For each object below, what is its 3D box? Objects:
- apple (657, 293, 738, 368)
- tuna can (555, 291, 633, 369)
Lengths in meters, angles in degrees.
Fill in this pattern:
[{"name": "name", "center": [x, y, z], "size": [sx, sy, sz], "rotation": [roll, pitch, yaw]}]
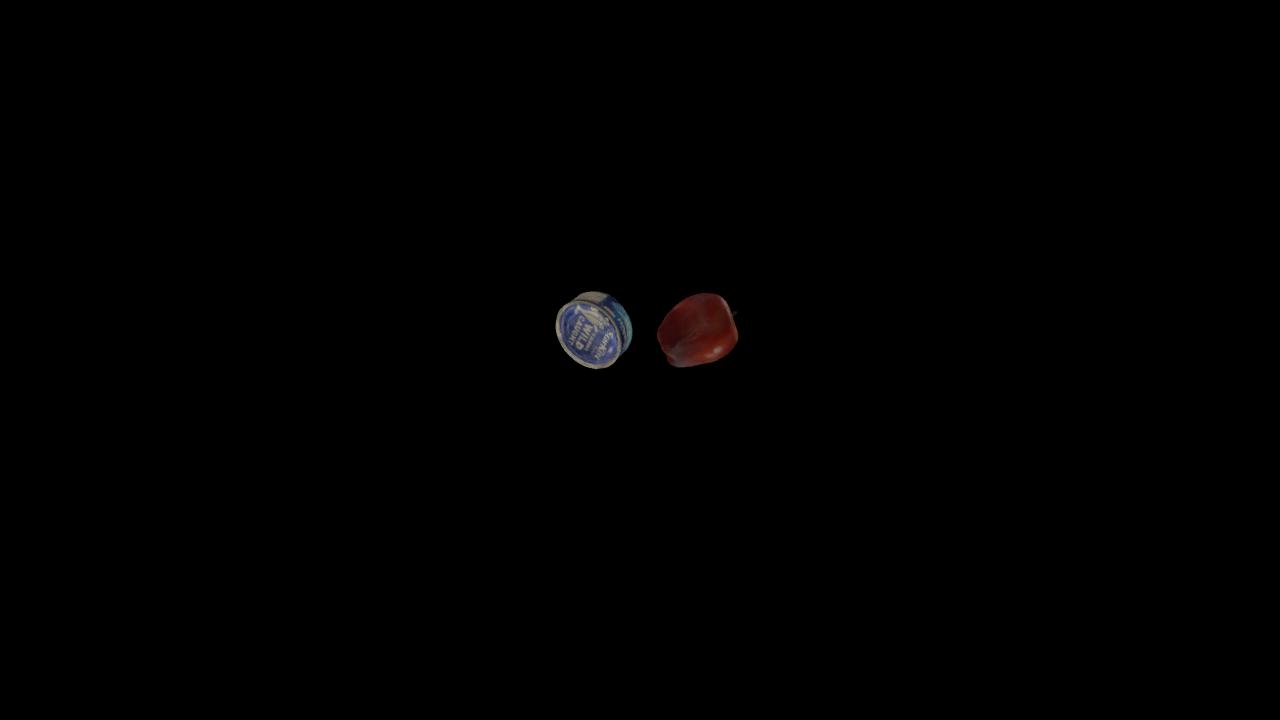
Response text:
[{"name": "apple", "center": [0.066, -0.033, 0.690], "size": [0.093, 0.079, 0.079], "rotation": [-25, -2, 5]}, {"name": "tuna can", "center": [-0.051, -0.034, 0.690], "size": [0.084, 0.084, 0.034], "rotation": [0, 28, 31]}]
